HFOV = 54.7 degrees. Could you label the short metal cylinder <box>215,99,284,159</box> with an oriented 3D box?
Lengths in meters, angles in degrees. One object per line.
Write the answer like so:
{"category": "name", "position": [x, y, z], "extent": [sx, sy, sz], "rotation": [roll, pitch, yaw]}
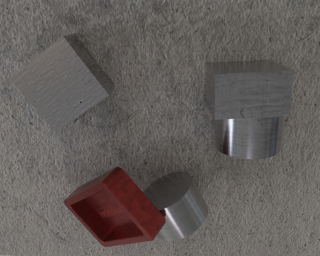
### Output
{"category": "short metal cylinder", "position": [0.108, -0.002, 0.381], "extent": [0.080, 0.080, 0.050], "rotation": [-2, 110, 1]}

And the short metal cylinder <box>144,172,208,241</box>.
{"category": "short metal cylinder", "position": [0.018, 0.104, 0.419], "extent": [0.080, 0.080, 0.050], "rotation": [-26, 108, 9]}

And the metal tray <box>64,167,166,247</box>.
{"category": "metal tray", "position": [-0.064, 0.108, 0.402], "extent": [0.090, 0.030, 0.129], "rotation": [51, 138, -7]}

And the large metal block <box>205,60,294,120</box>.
{"category": "large metal block", "position": [0.098, -0.048, 0.364], "extent": [0.080, 0.080, 0.050], "rotation": [-3, 110, 1]}

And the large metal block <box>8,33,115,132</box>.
{"category": "large metal block", "position": [-0.114, -0.055, 0.375], "extent": [0.080, 0.050, 0.080], "rotation": [-33, 107, 11]}
